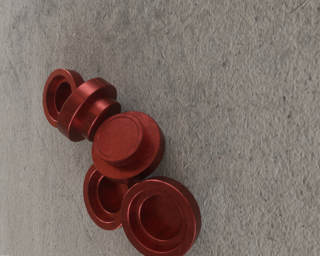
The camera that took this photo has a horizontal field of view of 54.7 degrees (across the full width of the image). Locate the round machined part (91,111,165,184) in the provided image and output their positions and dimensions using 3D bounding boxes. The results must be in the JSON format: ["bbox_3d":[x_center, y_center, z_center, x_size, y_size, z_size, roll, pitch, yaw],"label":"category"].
[{"bbox_3d":[-0.046,0.020,0.403,0.098,0.042,0.098,-9,60,16],"label":"round machined part"}]

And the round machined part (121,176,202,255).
[{"bbox_3d":[0.004,0.107,0.381,0.098,0.042,0.097,2,95,26],"label":"round machined part"}]

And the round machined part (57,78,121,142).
[{"bbox_3d":[-0.093,-0.019,0.438,0.042,0.098,0.097,36,114,13],"label":"round machined part"}]

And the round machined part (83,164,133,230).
[{"bbox_3d":[-0.064,0.093,0.447,0.098,0.042,0.097,0,90,40],"label":"round machined part"}]

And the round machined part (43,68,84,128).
[{"bbox_3d":[-0.152,-0.048,0.519,0.098,0.042,0.097,0,90,40],"label":"round machined part"}]
